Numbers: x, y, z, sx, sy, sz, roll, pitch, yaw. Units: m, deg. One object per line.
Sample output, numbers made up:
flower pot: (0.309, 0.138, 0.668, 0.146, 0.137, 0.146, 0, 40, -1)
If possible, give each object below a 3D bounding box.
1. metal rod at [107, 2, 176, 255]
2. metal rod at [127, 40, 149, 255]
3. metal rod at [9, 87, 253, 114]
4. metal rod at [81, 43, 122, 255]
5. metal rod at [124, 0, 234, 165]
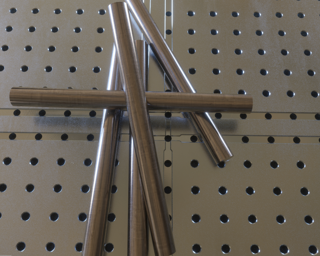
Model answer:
metal rod: (-0.022, -0.001, 0.368, 0.025, 0.025, 0.298, -11, 87, -4)
metal rod: (-0.028, 0.018, 0.404, 0.025, 0.025, 0.299, -1, 70, -1)
metal rod: (-0.036, -0.035, 0.396, 0.302, 0.025, 0.025, 2, 70, 0)
metal rod: (-0.068, 0.018, 0.404, 0.025, 0.025, 0.299, 4, 70, 1)
metal rod: (0.018, -0.085, 0.442, 0.025, 0.025, 0.299, -25, 72, -9)
